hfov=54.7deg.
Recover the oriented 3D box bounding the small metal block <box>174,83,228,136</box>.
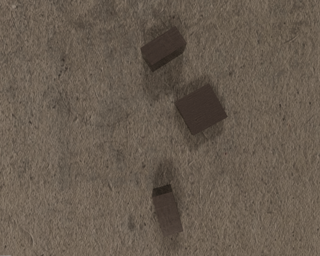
[{"bbox_3d":[0.053,-0.024,0.411,0.050,0.025,0.050,-29,90,-1],"label":"small metal block"}]

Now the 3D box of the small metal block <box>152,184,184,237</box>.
[{"bbox_3d":[0.009,0.104,0.398,0.025,0.050,0.050,-16,90,0],"label":"small metal block"}]

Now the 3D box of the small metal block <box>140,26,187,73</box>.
[{"bbox_3d":[0.004,-0.099,0.398,0.050,0.050,0.025,-33,90,0],"label":"small metal block"}]
